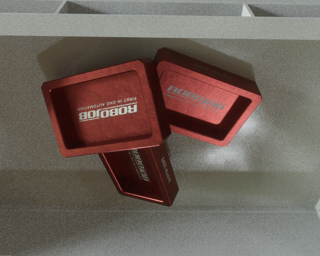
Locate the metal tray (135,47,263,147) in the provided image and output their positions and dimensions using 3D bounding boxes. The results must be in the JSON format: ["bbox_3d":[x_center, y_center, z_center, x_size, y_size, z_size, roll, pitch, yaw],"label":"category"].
[{"bbox_3d":[0.043,-0.033,0.377,0.131,0.030,0.089,17,128,-15],"label":"metal tray"}]

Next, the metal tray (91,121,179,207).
[{"bbox_3d":[-0.032,0.050,0.423,0.090,0.030,0.129,7,136,26],"label":"metal tray"}]

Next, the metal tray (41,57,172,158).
[{"bbox_3d":[-0.061,-0.020,0.345,0.130,0.030,0.089,-9,101,22],"label":"metal tray"}]
